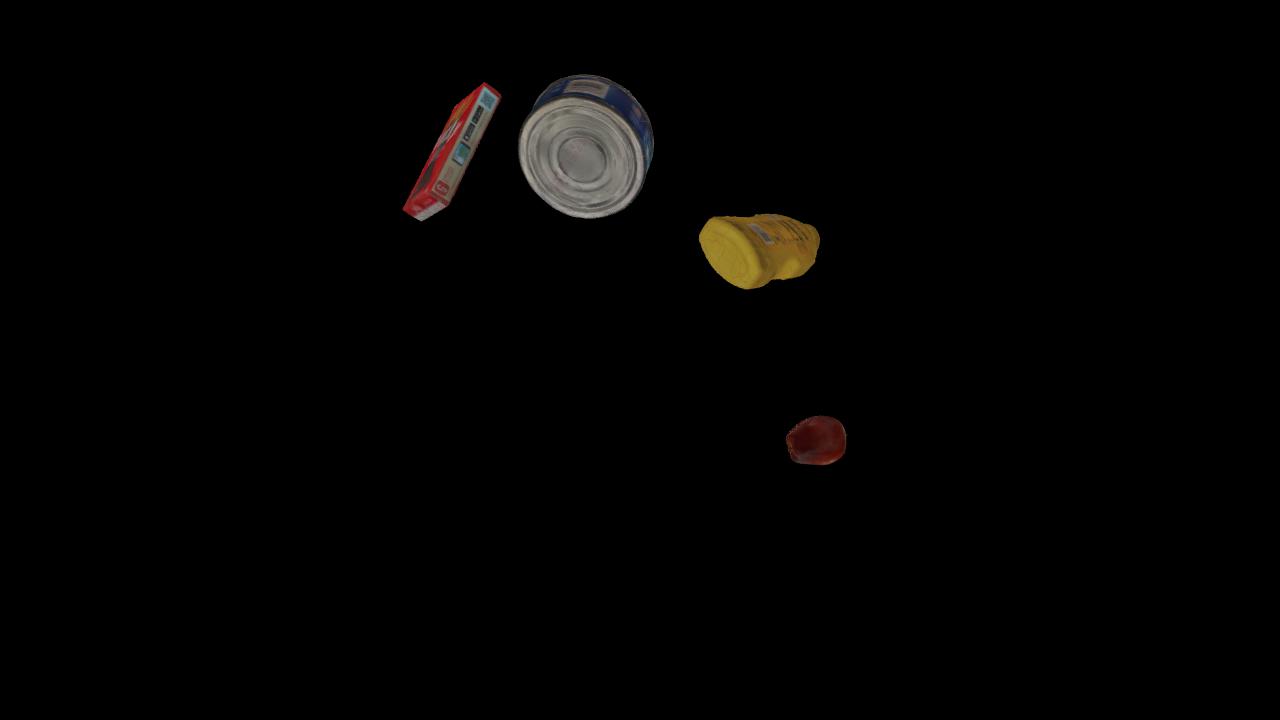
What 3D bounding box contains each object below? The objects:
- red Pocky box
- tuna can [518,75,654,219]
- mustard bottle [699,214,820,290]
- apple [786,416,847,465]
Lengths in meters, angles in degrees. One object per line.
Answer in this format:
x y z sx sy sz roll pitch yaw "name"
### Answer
-0.213 -0.234 0.696 0.028 0.155 0.083 31 -21 -34 "red Pocky box"
-0.034 -0.134 0.394 0.084 0.084 0.034 0 44 11 "tuna can"
0.155 -0.132 0.710 0.184 0.054 0.092 -18 55 -43 "mustard bottle"
0.276 0.125 0.956 0.093 0.079 0.079 -11 1 -3 "apple"
